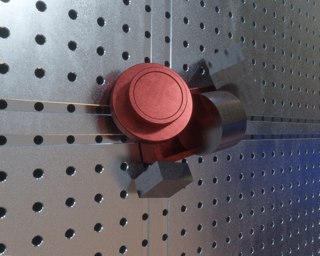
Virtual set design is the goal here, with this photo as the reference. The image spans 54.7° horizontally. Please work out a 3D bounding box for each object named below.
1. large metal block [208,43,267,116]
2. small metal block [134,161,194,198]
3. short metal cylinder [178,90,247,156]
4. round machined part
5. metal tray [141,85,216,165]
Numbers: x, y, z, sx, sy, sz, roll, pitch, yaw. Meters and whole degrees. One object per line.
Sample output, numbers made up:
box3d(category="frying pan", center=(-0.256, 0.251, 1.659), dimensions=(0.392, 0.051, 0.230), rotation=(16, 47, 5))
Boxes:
box3d(category="large metal block", center=(0.111, -0.068, 0.456), dimensions=(0.080, 0.050, 0.080), rotation=(59, 20, -24))
box3d(category="small metal block", center=(0.005, 0.066, 0.390), dimensions=(0.050, 0.050, 0.025), rotation=(10, 50, -39))
box3d(category="short metal cylinder", center=(0.065, -0.008, 0.407), dimensions=(0.050, 0.080, 0.079), rotation=(-12, 98, -40))
box3d(category="round machined part", center=(-0.007, -0.032, 0.363), dimensions=(0.099, 0.042, 0.098), rotation=(4, 75, -15))
box3d(category="metal tray", center=(0.031, -0.007, 0.429), dimensions=(0.131, 0.030, 0.089), rotation=(-15, 100, -39))
